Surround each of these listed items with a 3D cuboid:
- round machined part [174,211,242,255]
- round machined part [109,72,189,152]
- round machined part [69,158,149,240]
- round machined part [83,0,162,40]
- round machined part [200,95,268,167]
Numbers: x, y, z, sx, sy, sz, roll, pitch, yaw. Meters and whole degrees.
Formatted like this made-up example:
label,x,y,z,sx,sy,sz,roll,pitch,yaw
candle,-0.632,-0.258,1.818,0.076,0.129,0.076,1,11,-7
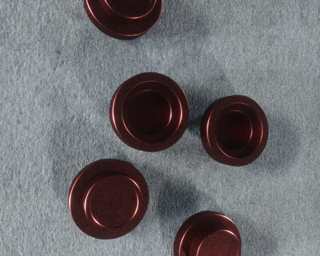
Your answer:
label,x,y,z,sx,sy,sz,roll,pitch,yaw
round machined part,0.072,0.169,0.428,0.099,0.042,0.097,0,90,-21
round machined part,-0.016,-0.020,0.395,0.099,0.042,0.097,0,90,-21
round machined part,-0.060,0.088,0.379,0.099,0.042,0.097,0,90,-21
round machined part,-0.043,-0.164,0.385,0.099,0.042,0.097,0,90,-21
round machined part,0.100,0.004,0.439,0.099,0.042,0.097,0,90,-21
